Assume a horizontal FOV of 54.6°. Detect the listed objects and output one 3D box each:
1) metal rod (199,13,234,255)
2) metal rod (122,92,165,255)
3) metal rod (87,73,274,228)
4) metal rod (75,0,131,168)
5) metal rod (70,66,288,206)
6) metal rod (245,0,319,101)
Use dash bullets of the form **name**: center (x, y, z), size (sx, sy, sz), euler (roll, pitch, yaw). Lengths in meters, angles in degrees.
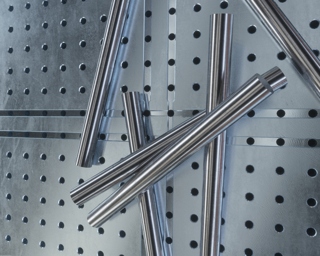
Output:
- **metal rod**: center (0.064, 0.026, 0.360), size (0.025, 0.025, 0.298), euler (5, 103, 20)
- **metal rod**: center (-0.017, 0.100, 0.418), size (0.025, 0.025, 0.299), euler (-10, 87, 20)
- **metal rod**: center (0.003, 0.044, 0.368), size (0.299, 0.025, 0.025), euler (-42, 77, 30)
- **metal rod**: center (-0.076, -0.090, 0.439), size (0.025, 0.025, 0.298), euler (16, 95, 19)
- **metal rod**: center (0.016, 0.015, 0.387), size (0.300, 0.025, 0.025), euler (-31, 80, 9)
- **metal rod**: center (0.139, -0.120, 0.363), size (0.025, 0.025, 0.299), euler (-35, 79, 17)
